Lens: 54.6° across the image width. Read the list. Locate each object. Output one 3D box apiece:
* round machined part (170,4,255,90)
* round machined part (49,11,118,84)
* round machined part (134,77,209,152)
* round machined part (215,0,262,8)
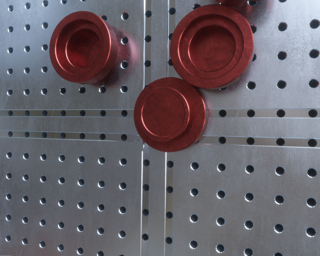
[{"bbox_3d":[0.065,-0.095,0.380,0.098,0.042,0.097,0,91,20],"label":"round machined part"},{"bbox_3d":[-0.103,-0.111,0.441,0.098,0.042,0.097,0,90,20],"label":"round machined part"},{"bbox_3d":[0.010,-0.017,0.400,0.098,0.042,0.097,0,90,20],"label":"round machined part"},{"bbox_3d":[0.081,-0.178,0.356,0.098,0.099,0.042,52,141,13],"label":"round machined part"}]
